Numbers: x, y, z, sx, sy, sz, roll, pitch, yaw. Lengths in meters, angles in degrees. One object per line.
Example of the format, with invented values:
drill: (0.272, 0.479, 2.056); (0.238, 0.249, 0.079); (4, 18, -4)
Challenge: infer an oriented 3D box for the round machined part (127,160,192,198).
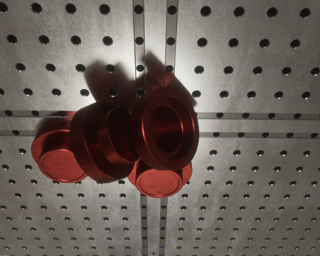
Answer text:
round machined part: (-0.001, 0.067, 0.458); (0.099, 0.042, 0.097); (-1, 130, 0)

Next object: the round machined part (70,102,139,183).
round machined part: (-0.057, 0.014, 0.372); (0.042, 0.098, 0.098); (-20, 128, 26)

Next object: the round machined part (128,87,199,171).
round machined part: (0.001, 0.002, 0.373); (0.042, 0.098, 0.098); (-10, 135, 43)

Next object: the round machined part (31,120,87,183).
round machined part: (-0.130, 0.040, 0.433); (0.099, 0.042, 0.097); (-1, 130, 0)
